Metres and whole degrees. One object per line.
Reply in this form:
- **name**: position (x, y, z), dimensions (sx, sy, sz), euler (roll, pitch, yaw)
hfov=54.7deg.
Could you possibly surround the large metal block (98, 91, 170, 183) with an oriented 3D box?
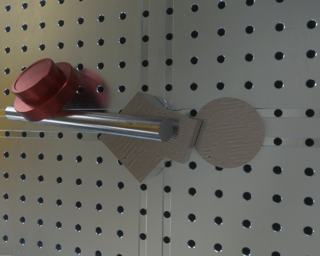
- **large metal block**: position (-0.017, 0.011, 0.402), dimensions (0.080, 0.050, 0.080), euler (45, 104, 14)

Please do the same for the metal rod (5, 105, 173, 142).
- **metal rod**: position (-0.114, -0.011, 0.405), dimensions (0.300, 0.025, 0.025), euler (6, 92, 36)

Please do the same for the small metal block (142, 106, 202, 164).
- **small metal block**: position (0.014, 0.007, 0.351), dimensions (0.050, 0.025, 0.050), euler (20, 96, 18)

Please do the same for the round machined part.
- **round machined part**: position (-0.164, -0.059, 0.431), dimensions (0.098, 0.042, 0.098), euler (-18, 44, 19)

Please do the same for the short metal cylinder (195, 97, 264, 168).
- **short metal cylinder**: position (0.083, 0.005, 0.370), dimensions (0.080, 0.050, 0.079), euler (0, 90, 19)
